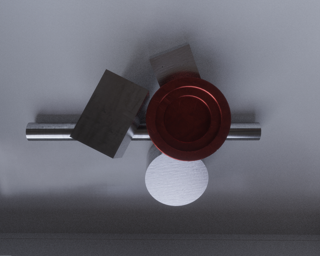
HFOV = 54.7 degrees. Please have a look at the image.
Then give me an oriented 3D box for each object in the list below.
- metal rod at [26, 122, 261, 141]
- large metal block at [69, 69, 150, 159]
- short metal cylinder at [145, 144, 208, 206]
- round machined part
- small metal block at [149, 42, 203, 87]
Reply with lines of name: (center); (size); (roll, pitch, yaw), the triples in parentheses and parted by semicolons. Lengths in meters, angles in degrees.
metal rod: (-0.020, 0.005, 0.410); (0.302, 0.025, 0.025); (0, 110, -1)
large metal block: (-0.052, -0.012, 0.360); (0.050, 0.080, 0.080); (27, 85, 2)
short metal cylinder: (0.021, 0.056, 0.417); (0.081, 0.050, 0.079); (0, 110, -1)
round machined part: (0.033, -0.011, 0.377); (0.099, 0.042, 0.097); (0, 93, 0)
small metal block: (0.019, -0.072, 0.384); (0.050, 0.025, 0.050); (-20, 109, 6)
